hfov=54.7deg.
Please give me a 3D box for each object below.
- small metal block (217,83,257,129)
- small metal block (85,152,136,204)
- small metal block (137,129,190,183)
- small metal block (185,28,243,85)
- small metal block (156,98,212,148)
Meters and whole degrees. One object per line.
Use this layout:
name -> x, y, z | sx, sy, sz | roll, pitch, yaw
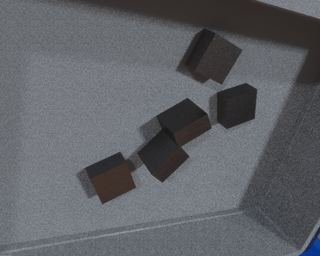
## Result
small metal block -> 0.112, -0.032, 0.452 | 0.050, 0.025, 0.050 | -19, 126, -18
small metal block -> -0.065, 0.067, 0.416 | 0.050, 0.025, 0.050 | -25, 128, -14
small metal block -> 0.004, 0.037, 0.419 | 0.050, 0.050, 0.025 | -44, 130, 2
small metal block -> 0.068, -0.090, 0.392 | 0.050, 0.025, 0.050 | 18, 109, -36
small metal block -> 0.031, -0.008, 0.406 | 0.050, 0.050, 0.025 | -30, 129, -9
